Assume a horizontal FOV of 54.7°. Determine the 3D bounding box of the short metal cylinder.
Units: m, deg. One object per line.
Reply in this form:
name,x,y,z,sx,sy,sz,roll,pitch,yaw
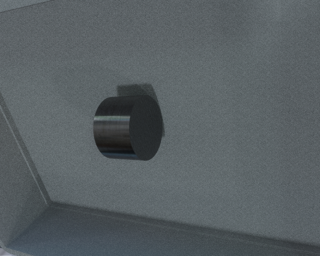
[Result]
short metal cylinder,-0.038,0.000,0.388,0.050,0.080,0.080,0,119,28
